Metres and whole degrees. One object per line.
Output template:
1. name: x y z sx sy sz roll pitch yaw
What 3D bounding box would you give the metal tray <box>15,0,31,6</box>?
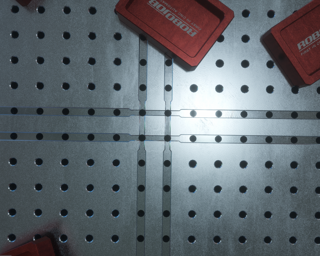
1. metal tray: -0.208 -0.238 0.408 0.130 0.030 0.090 38 90 -1

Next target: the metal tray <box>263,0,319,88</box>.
1. metal tray: 0.219 -0.125 0.413 0.130 0.030 0.090 -34 90 -1

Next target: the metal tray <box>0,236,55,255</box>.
1. metal tray: -0.165 0.215 0.385 0.090 0.030 0.129 -25 77 12

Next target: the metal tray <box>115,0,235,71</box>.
1. metal tray: 0.019 -0.150 0.410 0.130 0.030 0.090 36 90 -1
